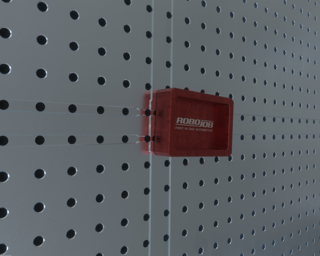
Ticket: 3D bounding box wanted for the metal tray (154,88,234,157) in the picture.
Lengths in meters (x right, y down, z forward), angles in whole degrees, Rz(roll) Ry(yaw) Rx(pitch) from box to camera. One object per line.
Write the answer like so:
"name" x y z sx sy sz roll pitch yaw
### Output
"metal tray" 0.053 -0.004 0.449 0.131 0.030 0.090 4 87 -40
